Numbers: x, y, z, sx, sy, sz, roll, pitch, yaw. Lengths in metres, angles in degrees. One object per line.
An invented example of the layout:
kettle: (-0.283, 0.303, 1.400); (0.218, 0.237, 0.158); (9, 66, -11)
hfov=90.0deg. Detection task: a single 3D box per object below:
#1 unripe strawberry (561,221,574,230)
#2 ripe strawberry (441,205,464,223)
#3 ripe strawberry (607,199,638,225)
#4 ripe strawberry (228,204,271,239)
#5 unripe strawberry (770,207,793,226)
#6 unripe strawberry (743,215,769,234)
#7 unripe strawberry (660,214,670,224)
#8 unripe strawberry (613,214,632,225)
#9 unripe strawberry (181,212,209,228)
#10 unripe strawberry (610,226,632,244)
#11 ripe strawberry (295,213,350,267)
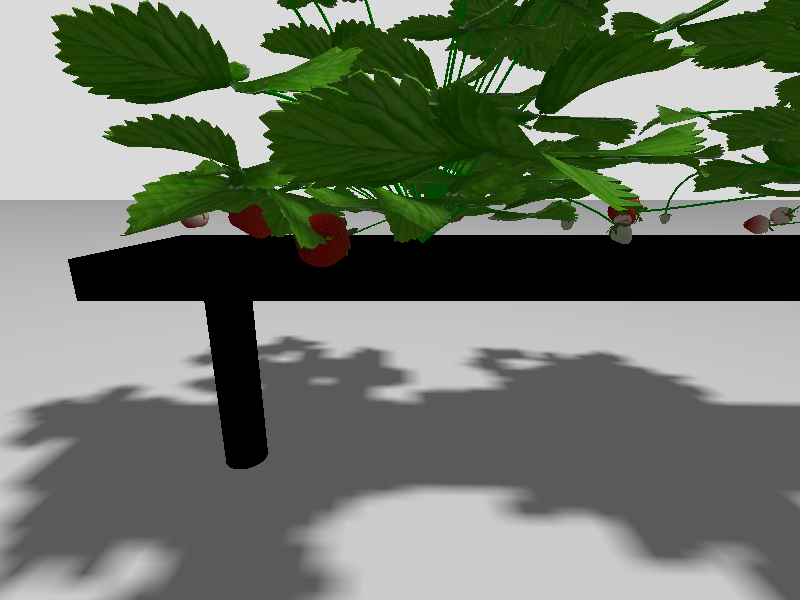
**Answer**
unripe strawberry: (0.188, -0.086, 0.451); (0.013, 0.014, 0.015); (-10, 18, -31)
ripe strawberry: (0.072, -0.123, 0.547); (0.038, 0.034, 0.035); (4, 15, 14)
ripe strawberry: (0.281, -0.112, 0.504); (0.034, 0.036, 0.031); (12, 20, 40)
ripe strawberry: (-0.134, -0.077, 0.366); (0.041, 0.041, 0.046); (2, 16, 8)
unripe strawberry: (0.490, -0.108, 0.517); (0.022, 0.024, 0.024); (2, 2, 6)
unripe strawberry: (0.361, -0.076, 0.406); (0.019, 0.019, 0.021); (8, 17, 29)
unripe strawberry: (0.302, -0.092, 0.457); (0.010, 0.011, 0.011); (10, 19, 33)
unripe strawberry: (0.252, -0.087, 0.453); (0.019, 0.020, 0.018); (-27, 24, -17)
unripe strawberry: (-0.232, -0.093, 0.452); (0.028, 0.027, 0.031); (-35, -2, 28)
unripe strawberry: (0.187, -0.055, 0.336); (0.016, 0.018, 0.018); (-40, 9, 13)
ripe strawberry: (-0.048, -0.035, 0.240); (0.031, 0.033, 0.034); (9, 19, 31)
